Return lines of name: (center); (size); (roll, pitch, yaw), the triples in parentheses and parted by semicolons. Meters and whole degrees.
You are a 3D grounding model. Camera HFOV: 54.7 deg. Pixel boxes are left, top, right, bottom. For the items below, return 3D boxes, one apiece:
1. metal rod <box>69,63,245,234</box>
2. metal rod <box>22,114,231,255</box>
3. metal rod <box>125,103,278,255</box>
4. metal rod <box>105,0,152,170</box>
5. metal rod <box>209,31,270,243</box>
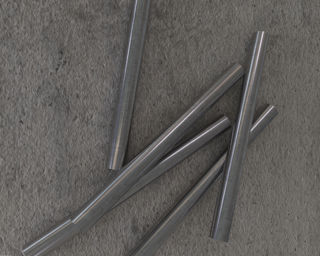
metal rod: (0.010, 0.012, 0.398); (0.301, 0.025, 0.025); (-43, 104, -20)
metal rod: (-0.029, 0.068, 0.398); (0.302, 0.025, 0.025); (-32, 101, -17)
metal rod: (0.065, 0.074, 0.432); (0.301, 0.025, 0.025); (-45, 104, -15)
metal rod: (-0.033, -0.096, 0.396); (0.025, 0.025, 0.298); (10, 87, -20)
metal rod: (0.113, 0.002, 0.428); (0.025, 0.025, 0.299); (20, 75, -19)
